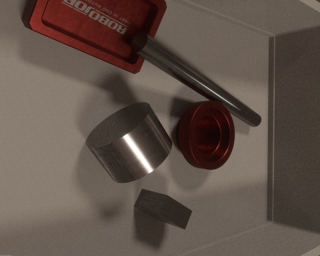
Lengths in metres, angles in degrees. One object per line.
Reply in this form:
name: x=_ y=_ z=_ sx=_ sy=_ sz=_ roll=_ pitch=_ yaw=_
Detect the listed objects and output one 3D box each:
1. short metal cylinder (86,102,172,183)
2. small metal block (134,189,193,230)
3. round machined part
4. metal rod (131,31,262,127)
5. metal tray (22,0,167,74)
short metal cylinder: x=-0.034 y=0.015 z=0.344 sx=0.080 sy=0.080 sz=0.050 roll=-46 pitch=118 yaw=-30
small metal block: x=0.004 y=0.103 z=0.396 sx=0.050 sy=0.050 sz=0.025 roll=39 pitch=66 yaw=-34
round machined part: x=0.062 y=0.010 z=0.450 sx=0.099 sy=0.042 sz=0.097 roll=0 pitch=90 yaw=-40
metal rod: x=0.073 y=-0.053 z=0.442 sx=0.301 sy=0.025 sz=0.025 roll=22 pitch=76 yaw=-47
metal tray: x=-0.064 y=-0.123 z=0.330 sx=0.131 sy=0.030 sz=0.090 roll=17 pitch=100 yaw=-39
